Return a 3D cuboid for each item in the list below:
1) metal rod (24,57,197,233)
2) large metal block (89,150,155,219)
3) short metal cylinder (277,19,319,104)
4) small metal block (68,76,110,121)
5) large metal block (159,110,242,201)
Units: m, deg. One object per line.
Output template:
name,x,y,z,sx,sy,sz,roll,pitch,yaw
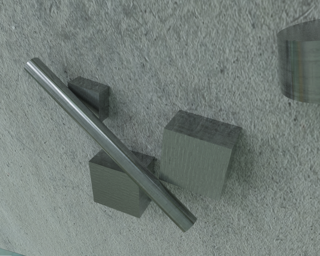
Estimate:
metal rod,-0.067,0.019,0.408,0.300,0.025,0.025,45,129,5
large metal block,-0.056,0.079,0.469,0.080,0.050,0.079,14,124,20
short metal cylinder,0.142,-0.059,0.260,0.080,0.080,0.050,0,118,28
small metal block,-0.100,-0.039,0.435,0.050,0.025,0.050,20,126,16
large metal block,0.048,0.033,0.386,0.080,0.050,0.079,17,125,18
